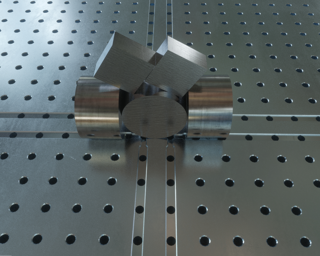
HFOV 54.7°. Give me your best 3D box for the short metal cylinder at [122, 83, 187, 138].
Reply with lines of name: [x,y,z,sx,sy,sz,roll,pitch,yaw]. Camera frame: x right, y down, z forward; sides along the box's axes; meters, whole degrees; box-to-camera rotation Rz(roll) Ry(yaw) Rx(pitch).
short metal cylinder: [-0.006,-0.031,0.397,0.080,0.080,0.050,1,50,1]

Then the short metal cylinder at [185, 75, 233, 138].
short metal cylinder: [0.059,-0.027,0.394,0.050,0.080,0.080,0,50,1]

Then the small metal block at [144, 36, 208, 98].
small metal block: [0.017,-0.067,0.348,0.050,0.050,0.025,21,46,-23]

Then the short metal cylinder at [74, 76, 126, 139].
short metal cylinder: [-0.072,-0.026,0.392,0.050,0.080,0.080,1,50,1]

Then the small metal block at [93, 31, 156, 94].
small metal block: [-0.039,-0.071,0.345,0.050,0.050,0.025,22,46,-23]
